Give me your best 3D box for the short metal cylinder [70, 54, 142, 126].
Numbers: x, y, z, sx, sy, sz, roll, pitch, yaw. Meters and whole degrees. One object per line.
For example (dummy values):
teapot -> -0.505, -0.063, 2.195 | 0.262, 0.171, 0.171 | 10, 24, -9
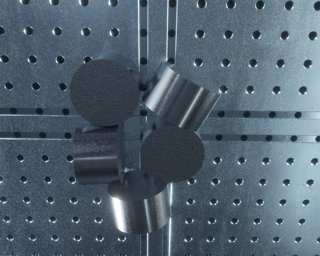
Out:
short metal cylinder -> -0.064, -0.048, 0.381 | 0.080, 0.050, 0.079 | 0, 110, 1

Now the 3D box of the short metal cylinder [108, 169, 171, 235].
short metal cylinder -> -0.026, 0.097, 0.419 | 0.080, 0.080, 0.050 | -6, 111, 2

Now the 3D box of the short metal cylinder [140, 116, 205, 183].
short metal cylinder -> 0.016, 0.025, 0.409 | 0.081, 0.050, 0.079 | 0, 111, -1

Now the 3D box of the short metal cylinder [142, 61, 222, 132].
short metal cylinder -> 0.025, -0.039, 0.370 | 0.080, 0.080, 0.050 | 27, 107, -10

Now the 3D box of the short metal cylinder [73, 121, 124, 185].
short metal cylinder -> -0.075, 0.031, 0.396 | 0.050, 0.080, 0.079 | -2, 110, 0
